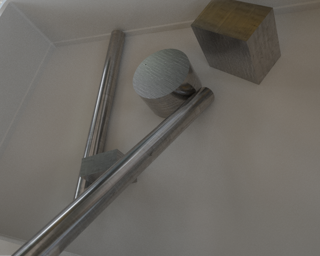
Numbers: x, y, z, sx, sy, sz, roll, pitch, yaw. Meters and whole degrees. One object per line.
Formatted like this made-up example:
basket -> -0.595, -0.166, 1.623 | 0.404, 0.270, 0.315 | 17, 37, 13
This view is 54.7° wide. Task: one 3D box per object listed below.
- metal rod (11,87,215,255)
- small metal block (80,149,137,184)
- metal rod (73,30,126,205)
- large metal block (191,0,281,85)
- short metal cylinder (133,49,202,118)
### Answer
metal rod -> -0.028, 0.037, 0.309 | 0.025, 0.025, 0.302 | 16, 42, 34
small metal block -> -0.063, 0.053, 0.388 | 0.050, 0.050, 0.025 | -16, 56, 19
metal rod -> -0.086, -0.032, 0.468 | 0.025, 0.025, 0.299 | -8, 58, 23
large metal block -> 0.096, -0.109, 0.386 | 0.080, 0.080, 0.050 | 31, 79, 37
short metal cylinder -> 0.011, -0.060, 0.420 | 0.080, 0.050, 0.080 | -13, 56, 20
